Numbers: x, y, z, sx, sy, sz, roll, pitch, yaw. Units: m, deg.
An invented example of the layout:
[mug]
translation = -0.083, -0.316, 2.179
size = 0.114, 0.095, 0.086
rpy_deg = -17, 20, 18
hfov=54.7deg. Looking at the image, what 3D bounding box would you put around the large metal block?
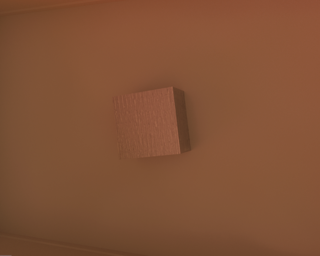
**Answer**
[large metal block]
translation = -0.010, -0.005, 0.400
size = 0.080, 0.050, 0.080
rpy_deg = -7, 88, 19
